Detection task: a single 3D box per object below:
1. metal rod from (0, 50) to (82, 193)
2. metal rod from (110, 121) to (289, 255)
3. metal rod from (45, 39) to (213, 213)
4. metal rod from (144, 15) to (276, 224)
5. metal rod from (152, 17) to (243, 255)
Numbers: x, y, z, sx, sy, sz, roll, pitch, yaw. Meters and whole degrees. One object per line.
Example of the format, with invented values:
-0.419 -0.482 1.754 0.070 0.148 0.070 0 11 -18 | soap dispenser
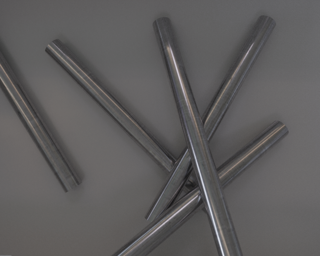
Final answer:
-0.193 -0.048 0.409 0.025 0.025 0.299 -32 90 0 | metal rod
0.044 0.084 0.369 0.301 0.025 0.025 -36 90 -17 | metal rod
-0.036 -0.002 0.410 0.025 0.025 0.300 -45 90 0 | metal rod
0.067 -0.014 0.395 0.025 0.025 0.299 31 83 0 | metal rod
0.039 -0.001 0.370 0.025 0.025 0.299 -15 74 0 | metal rod
